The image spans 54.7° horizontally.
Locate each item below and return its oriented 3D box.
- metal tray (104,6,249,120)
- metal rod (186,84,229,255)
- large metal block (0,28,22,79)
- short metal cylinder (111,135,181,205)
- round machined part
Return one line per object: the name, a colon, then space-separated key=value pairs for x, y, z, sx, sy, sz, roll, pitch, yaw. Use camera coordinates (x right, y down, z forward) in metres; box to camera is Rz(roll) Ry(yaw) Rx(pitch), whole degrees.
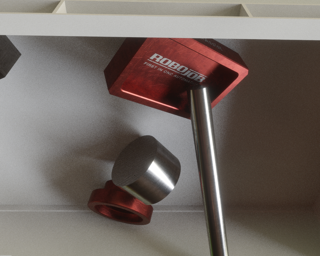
metal tray: x=0.019 y=-0.059 z=0.330 sx=0.131 sy=0.030 sz=0.090 roll=15 pitch=131 yaw=-37
metal rod: x=0.067 y=0.092 z=0.395 sx=0.025 sy=0.025 sz=0.298 roll=-8 pitch=110 yaw=6
large metal block: x=-0.210 y=-0.082 z=0.319 sx=0.080 sy=0.050 sz=0.080 roll=-19 pitch=128 yaw=15
short metal cylinder: x=-0.019 y=0.057 z=0.421 sx=0.080 sy=0.080 sz=0.050 roll=-31 pitch=124 yaw=23
round machined part: x=-0.058 y=0.113 z=0.479 sx=0.098 sy=0.042 sz=0.098 roll=11 pitch=149 yaw=7
